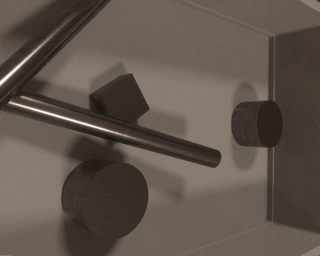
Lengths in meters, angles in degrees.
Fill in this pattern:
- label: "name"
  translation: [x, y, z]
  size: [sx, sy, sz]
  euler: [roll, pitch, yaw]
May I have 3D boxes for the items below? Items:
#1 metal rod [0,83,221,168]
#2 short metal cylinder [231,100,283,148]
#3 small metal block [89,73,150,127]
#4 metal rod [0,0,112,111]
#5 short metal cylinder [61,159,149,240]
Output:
- label: "metal rod"
  translation: [-0.052, 0.001, 0.335]
  size: [0.302, 0.025, 0.025]
  euler: [18, 79, -30]
- label: "short metal cylinder"
  translation: [0.168, -0.007, 0.535]
  size: [0.081, 0.050, 0.079]
  euler: [0, 90, -40]
- label: "small metal block"
  translation: [-0.047, -0.030, 0.369]
  size: [0.050, 0.025, 0.050]
  euler: [-40, 115, -33]
- label: "metal rod"
  translation: [-0.114, -0.066, 0.281]
  size: [0.025, 0.025, 0.301]
  euler: [51, 51, -28]
- label: "short metal cylinder"
  translation: [-0.060, 0.076, 0.342]
  size: [0.081, 0.050, 0.079]
  euler: [0, 90, -40]
